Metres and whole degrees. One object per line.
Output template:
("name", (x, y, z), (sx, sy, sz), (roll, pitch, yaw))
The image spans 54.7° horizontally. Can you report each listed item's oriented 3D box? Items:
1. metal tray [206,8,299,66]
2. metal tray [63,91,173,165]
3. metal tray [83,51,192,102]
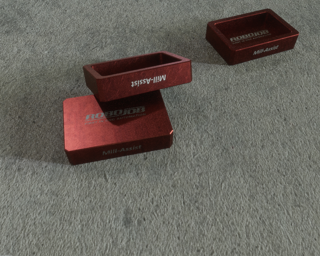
("metal tray", (0.157, -0.160, 0.534), (0.131, 0.030, 0.090), (-17, 52, -14))
("metal tray", (-0.056, -0.007, 0.405), (0.131, 0.030, 0.090), (-10, 51, -8))
("metal tray", (-0.032, -0.076, 0.432), (0.131, 0.030, 0.090), (-16, 27, -20))
